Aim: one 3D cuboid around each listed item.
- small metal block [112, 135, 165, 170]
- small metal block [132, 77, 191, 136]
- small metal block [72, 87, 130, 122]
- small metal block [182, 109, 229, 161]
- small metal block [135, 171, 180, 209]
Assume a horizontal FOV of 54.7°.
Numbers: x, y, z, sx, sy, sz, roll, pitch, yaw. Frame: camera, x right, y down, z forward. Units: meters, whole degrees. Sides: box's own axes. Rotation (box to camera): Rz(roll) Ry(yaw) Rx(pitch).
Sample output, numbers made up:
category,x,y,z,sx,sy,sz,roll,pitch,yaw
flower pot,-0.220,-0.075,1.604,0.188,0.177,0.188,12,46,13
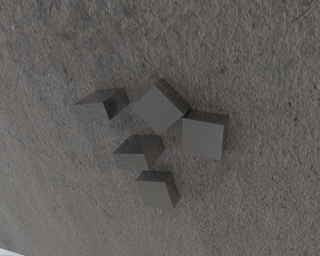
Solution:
category,x,y,z,sx,sy,sz,roll,pitch,yaw
small metal block,-0.028,0.033,0.426,0.050,0.050,0.025,-2,118,29
small metal block,0.001,-0.026,0.390,0.050,0.025,0.050,45,129,-4
small metal block,-0.078,-0.031,0.412,0.050,0.050,0.025,-2,117,29
small metal block,0.056,0.008,0.382,0.050,0.025,0.050,11,123,22
small metal block,-0.003,0.093,0.466,0.050,0.025,0.050,-2,117,29
